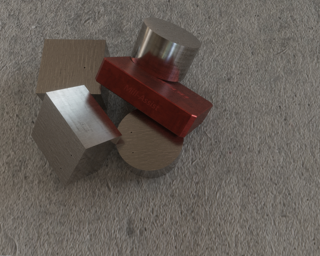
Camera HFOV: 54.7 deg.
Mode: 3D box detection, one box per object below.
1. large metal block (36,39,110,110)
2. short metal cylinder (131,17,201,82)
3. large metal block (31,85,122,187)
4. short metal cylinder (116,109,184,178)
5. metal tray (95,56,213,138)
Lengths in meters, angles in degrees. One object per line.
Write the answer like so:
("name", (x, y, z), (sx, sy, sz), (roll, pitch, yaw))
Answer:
("large metal block", (-0.113, -0.071, 0.419), (0.080, 0.050, 0.080), (1, 70, 0))
("short metal cylinder", (0.007, -0.105, 0.414), (0.080, 0.050, 0.080), (19, 33, -12))
("large metal block", (-0.102, 0.009, 0.369), (0.050, 0.080, 0.080), (-22, 68, -46))
("short metal cylinder", (-0.012, 0.019, 0.390), (0.081, 0.050, 0.080), (0, 70, 0))
("metal tray", (-0.004, -0.045, 0.393), (0.130, 0.090, 0.030), (34, 113, 11))
